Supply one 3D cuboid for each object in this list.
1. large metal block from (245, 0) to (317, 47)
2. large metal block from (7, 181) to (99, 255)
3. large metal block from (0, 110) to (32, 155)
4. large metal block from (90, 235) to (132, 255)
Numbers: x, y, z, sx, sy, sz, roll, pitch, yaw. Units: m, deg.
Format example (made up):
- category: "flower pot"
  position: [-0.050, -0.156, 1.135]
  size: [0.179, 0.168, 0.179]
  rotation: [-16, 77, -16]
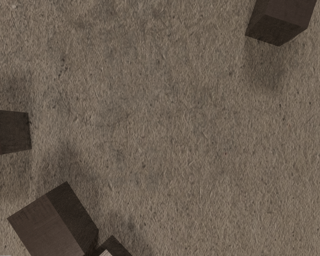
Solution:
- category: "large metal block"
  position: [0.153, -0.157, 0.384]
  size: [0.050, 0.080, 0.080]
  rotation: [18, 90, 0]
- category: "large metal block"
  position: [-0.126, 0.119, 0.381]
  size: [0.050, 0.080, 0.080]
  rotation: [-33, 90, 0]
- category: "large metal block"
  position: [-0.216, 0.009, 0.380]
  size: [0.081, 0.080, 0.050]
  rotation: [-6, 90, 0]
- category: "large metal block"
  position: [-0.067, 0.202, 0.397]
  size: [0.080, 0.050, 0.080]
  rotation: [-43, 91, 0]
